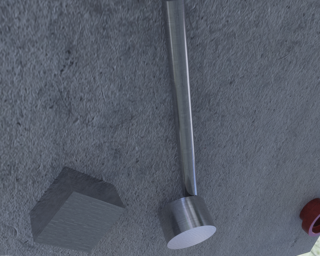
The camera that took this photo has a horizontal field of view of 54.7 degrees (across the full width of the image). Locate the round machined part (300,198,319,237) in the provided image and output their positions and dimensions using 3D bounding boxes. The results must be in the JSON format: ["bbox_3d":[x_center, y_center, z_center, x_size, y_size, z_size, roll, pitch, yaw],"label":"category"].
[{"bbox_3d":[0.372,0.205,0.730,0.099,0.042,0.097,-14,125,-21],"label":"round machined part"}]

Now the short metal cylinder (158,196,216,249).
[{"bbox_3d":[0.042,0.152,0.495,0.081,0.050,0.080,-13,142,-10],"label":"short metal cylinder"}]

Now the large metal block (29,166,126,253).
[{"bbox_3d":[-0.106,0.107,0.400,0.080,0.050,0.080,32,100,-39],"label":"large metal block"}]

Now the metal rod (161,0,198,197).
[{"bbox_3d":[0.031,-0.017,0.414,0.025,0.025,0.298,-20,127,-17],"label":"metal rod"}]
